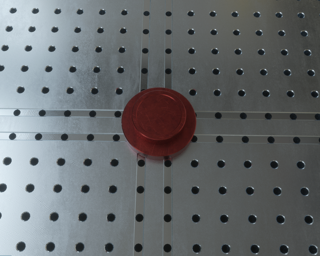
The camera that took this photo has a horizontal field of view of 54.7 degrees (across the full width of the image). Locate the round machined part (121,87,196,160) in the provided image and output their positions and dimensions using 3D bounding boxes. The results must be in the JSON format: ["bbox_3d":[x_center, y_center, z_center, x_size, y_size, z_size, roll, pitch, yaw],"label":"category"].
[{"bbox_3d":[-0.001,-0.010,0.406,0.099,0.042,0.098,0,70,-1],"label":"round machined part"}]
